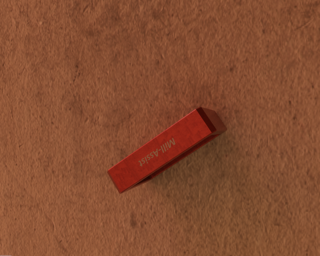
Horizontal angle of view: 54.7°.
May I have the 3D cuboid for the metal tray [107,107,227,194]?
[{"bbox_3d":[0.012,0.026,0.369,0.130,0.090,0.030,-35,79,16],"label":"metal tray"}]
